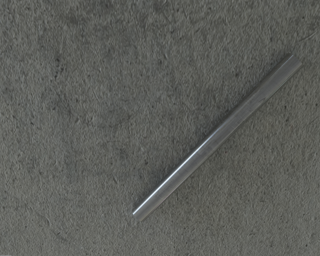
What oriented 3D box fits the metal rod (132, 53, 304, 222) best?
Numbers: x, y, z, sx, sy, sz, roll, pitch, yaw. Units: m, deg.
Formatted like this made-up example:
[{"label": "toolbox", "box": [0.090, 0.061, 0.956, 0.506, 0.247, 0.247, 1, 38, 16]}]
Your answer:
[{"label": "metal rod", "box": [0.067, 0.022, 0.418, 0.025, 0.025, 0.299, 40, 105, -13]}]
